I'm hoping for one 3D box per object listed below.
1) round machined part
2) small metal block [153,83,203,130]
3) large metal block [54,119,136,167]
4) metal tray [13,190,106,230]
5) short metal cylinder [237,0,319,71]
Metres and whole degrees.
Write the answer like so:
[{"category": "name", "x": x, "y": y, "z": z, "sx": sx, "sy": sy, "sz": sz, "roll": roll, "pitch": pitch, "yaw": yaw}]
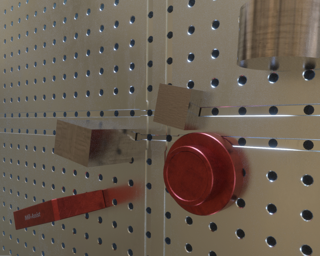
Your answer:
[{"category": "round machined part", "x": 0.043, "y": 0.054, "z": 0.363, "sx": 0.098, "sy": 0.042, "sz": 0.097, "roll": 0, "pitch": 90, "yaw": 40}, {"category": "small metal block", "x": 0.022, "y": -0.027, "z": 0.391, "sx": 0.050, "sy": 0.025, "sz": 0.050, "roll": 17, "pitch": 101, "yaw": 38}, {"category": "large metal block", "x": -0.094, "y": 0.019, "z": 0.452, "sx": 0.080, "sy": 0.081, "sz": 0.050, "roll": 13, "pitch": 99, "yaw": 39}, {"category": "metal tray", "x": -0.163, "y": 0.133, "z": 0.501, "sx": 0.130, "sy": 0.091, "sz": 0.030, "roll": -23, "pitch": 76, "yaw": 38}, {"category": "short metal cylinder", "x": 0.112, "y": -0.083, "z": 0.281, "sx": 0.080, "sy": 0.081, "sz": 0.050, "roll": 5, "pitch": 94, "yaw": 40}]
